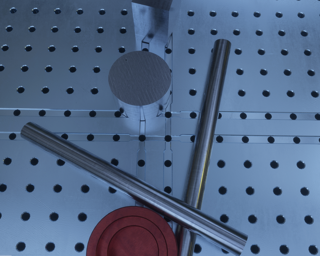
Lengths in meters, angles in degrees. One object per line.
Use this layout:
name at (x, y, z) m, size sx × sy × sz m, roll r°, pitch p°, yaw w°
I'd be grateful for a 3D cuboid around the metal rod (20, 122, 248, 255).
metal rod at (-0.043, 0.065, 0.370) m, size 0.301 × 0.025 × 0.025 m, roll 25°, pitch 72°, yaw 15°

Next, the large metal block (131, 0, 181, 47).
large metal block at (-0.002, -0.178, 0.448) m, size 0.050 × 0.080 × 0.080 m, roll 15°, pitch 71°, yaw 5°

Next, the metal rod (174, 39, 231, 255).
metal rod at (0.059, 0.013, 0.407) m, size 0.025 × 0.025 × 0.299 m, roll 13°, pitch 70°, yaw 4°

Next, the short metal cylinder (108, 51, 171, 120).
short metal cylinder at (-0.026, -0.056, 0.419) m, size 0.081 × 0.050 × 0.080 m, roll 0°, pitch 70°, yaw 0°

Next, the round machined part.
round machined part at (-0.029, 0.140, 0.349) m, size 0.099 × 0.042 × 0.098 m, roll -1°, pitch 70°, yaw 3°
